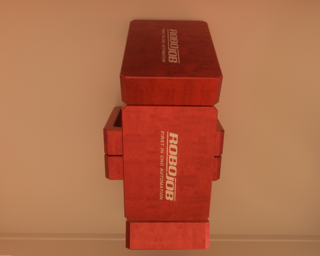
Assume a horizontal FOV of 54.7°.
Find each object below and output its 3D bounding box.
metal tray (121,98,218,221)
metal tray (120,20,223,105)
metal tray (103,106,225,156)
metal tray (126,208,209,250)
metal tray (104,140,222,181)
[{"bbox_3d":[0.008,0.034,0.323,0.091,0.030,0.129,0,110,-1],"label":"metal tray"},{"bbox_3d":[0.010,-0.074,0.326,0.091,0.130,0.030,1,130,-1],"label":"metal tray"},{"bbox_3d":[0.004,0.001,0.376,0.131,0.090,0.030,1,110,-1],"label":"metal tray"},{"bbox_3d":[0.008,0.117,0.395,0.091,0.130,0.030,0,89,-1],"label":"metal tray"},{"bbox_3d":[0.003,0.030,0.387,0.131,0.090,0.030,1,110,-1],"label":"metal tray"}]
